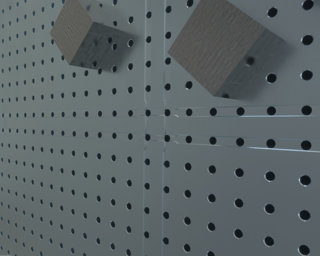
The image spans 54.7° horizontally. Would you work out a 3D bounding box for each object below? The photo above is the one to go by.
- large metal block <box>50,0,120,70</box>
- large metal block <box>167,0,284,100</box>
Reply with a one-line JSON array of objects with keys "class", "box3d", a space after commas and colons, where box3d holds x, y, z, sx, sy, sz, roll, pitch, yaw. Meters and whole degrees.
[{"class": "large metal block", "box3d": [-0.121, -0.152, 0.490, 0.080, 0.050, 0.080, -50, 61, 28]}, {"class": "large metal block", "box3d": [0.068, -0.089, 0.336, 0.080, 0.050, 0.080, 50, 119, 28]}]
